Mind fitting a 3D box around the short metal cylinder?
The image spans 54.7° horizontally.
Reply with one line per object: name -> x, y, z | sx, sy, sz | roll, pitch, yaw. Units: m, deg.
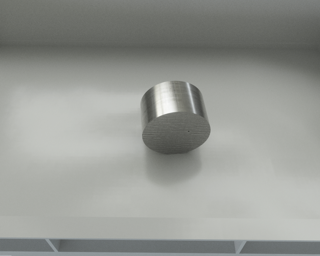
short metal cylinder -> 0.017, -0.011, 0.379 | 0.081, 0.080, 0.050 | -4, 50, -4
